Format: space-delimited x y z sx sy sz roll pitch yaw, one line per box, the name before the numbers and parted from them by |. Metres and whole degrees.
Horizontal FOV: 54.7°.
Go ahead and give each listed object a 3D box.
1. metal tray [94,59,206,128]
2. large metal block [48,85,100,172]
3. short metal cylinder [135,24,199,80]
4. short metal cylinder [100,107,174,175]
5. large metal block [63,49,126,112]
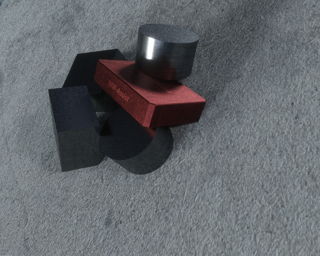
metal tray | -0.016 -0.049 0.404 0.130 0.091 0.030 41 125 39
large metal block | -0.117 0.000 0.422 0.050 0.079 0.080 -10 49 -21
short metal cylinder | 0.008 -0.106 0.425 0.081 0.050 0.080 7 33 -4
short metal cylinder | -0.029 0.014 0.397 0.080 0.050 0.080 -13 56 21
large metal block | -0.097 -0.072 0.481 0.080 0.050 0.080 1 62 28
